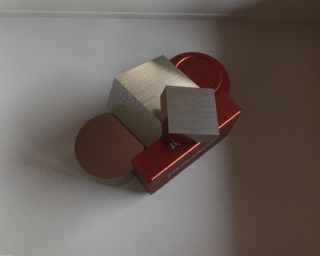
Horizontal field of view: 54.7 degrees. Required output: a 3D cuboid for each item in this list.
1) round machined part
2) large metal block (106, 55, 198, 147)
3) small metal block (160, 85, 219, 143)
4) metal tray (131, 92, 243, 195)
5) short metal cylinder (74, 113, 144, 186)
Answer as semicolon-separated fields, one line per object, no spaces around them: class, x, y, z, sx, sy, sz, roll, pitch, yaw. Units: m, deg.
round machined part;0.047;-0.063;0.422;0.099;0.042;0.098;0;70;-1
large metal block;-0.003;-0.031;0.368;0.080;0.050;0.081;45;51;14
small metal block;0.029;-0.013;0.312;0.050;0.025;0.050;2;69;-14
metal tray;0.030;0.021;0.365;0.131;0.090;0.030;-36;74;-13
short metal cylinder;-0.059;0.028;0.383;0.081;0.050;0.080;0;70;0
